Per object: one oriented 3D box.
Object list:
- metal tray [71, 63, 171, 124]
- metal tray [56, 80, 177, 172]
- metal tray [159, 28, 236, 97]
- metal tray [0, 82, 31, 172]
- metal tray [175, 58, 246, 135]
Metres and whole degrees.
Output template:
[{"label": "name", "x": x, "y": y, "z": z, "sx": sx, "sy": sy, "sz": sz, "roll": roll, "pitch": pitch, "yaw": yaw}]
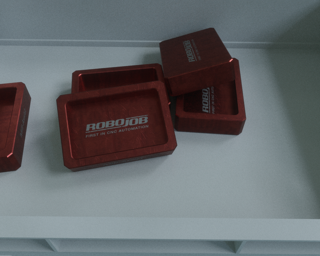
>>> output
[{"label": "metal tray", "x": -0.057, "y": -0.048, "z": 0.440, "sx": 0.131, "sy": 0.030, "sz": 0.090, "roll": -6, "pitch": 50, "yaw": -6}, {"label": "metal tray", "x": -0.052, "y": -0.003, "z": 0.378, "sx": 0.131, "sy": 0.030, "sz": 0.090, "roll": -10, "pitch": 76, "yaw": -7}, {"label": "metal tray", "x": 0.049, "y": -0.101, "z": 0.454, "sx": 0.090, "sy": 0.030, "sz": 0.130, "roll": -14, "pitch": 36, "yaw": 6}, {"label": "metal tray", "x": -0.224, "y": -0.002, "z": 0.400, "sx": 0.091, "sy": 0.030, "sz": 0.130, "roll": -7, "pitch": 50, "yaw": -6}, {"label": "metal tray", "x": 0.070, "y": -0.052, "z": 0.445, "sx": 0.091, "sy": 0.030, "sz": 0.130, "roll": 4, "pitch": 50, "yaw": 3}]
